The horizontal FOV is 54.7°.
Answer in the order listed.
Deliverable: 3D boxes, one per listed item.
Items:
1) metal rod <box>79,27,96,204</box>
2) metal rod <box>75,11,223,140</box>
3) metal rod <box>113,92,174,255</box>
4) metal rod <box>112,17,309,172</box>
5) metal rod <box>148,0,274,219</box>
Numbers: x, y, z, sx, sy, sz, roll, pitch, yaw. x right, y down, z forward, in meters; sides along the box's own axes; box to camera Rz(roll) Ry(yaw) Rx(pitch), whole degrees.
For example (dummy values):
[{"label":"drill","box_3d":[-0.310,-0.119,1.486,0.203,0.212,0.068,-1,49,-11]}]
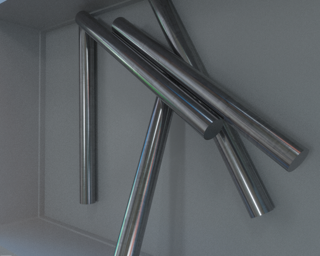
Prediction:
[{"label":"metal rod","box_3d":[-0.118,-0.029,0.500,0.025,0.025,0.298,-1,89,39]},{"label":"metal rod","box_3d":[-0.034,-0.084,0.391,0.300,0.025,0.025,45,117,36]},{"label":"metal rod","box_3d":[-0.017,0.060,0.337,0.025,0.025,0.299,-5,61,39]},{"label":"metal rod","box_3d":[0.029,-0.058,0.345,0.300,0.025,0.025,45,117,36]},{"label":"metal rod","box_3d":[0.050,-0.043,0.363,0.025,0.025,0.299,-35,69,34]}]
